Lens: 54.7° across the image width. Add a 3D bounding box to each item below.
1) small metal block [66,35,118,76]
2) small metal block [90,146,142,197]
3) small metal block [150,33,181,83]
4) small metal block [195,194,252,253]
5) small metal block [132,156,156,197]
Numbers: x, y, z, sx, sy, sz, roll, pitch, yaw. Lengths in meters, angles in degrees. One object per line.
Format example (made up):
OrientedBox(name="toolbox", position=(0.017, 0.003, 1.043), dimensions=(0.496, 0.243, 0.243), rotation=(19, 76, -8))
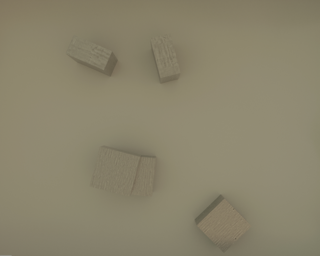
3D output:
OrientedBox(name="small metal block", position=(-0.086, -0.091, 0.398), dimensions=(0.050, 0.050, 0.025), rotation=(23, 90, 0))
OrientedBox(name="small metal block", position=(-0.054, 0.053, 0.386), dimensions=(0.050, 0.025, 0.050), rotation=(14, 90, 0))
OrientedBox(name="small metal block", position=(0.007, -0.088, 0.399), dimensions=(0.025, 0.050, 0.050), rotation=(-14, 90, 0))
OrientedBox(name="small metal block", position=(0.083, 0.126, 0.412), dimensions=(0.050, 0.025, 0.050), rotation=(-44, 90, 0))
OrientedBox(name="small metal block", position=(-0.033, 0.061, 0.411), dimensions=(0.050, 0.025, 0.050), rotation=(5, 90, 0))
